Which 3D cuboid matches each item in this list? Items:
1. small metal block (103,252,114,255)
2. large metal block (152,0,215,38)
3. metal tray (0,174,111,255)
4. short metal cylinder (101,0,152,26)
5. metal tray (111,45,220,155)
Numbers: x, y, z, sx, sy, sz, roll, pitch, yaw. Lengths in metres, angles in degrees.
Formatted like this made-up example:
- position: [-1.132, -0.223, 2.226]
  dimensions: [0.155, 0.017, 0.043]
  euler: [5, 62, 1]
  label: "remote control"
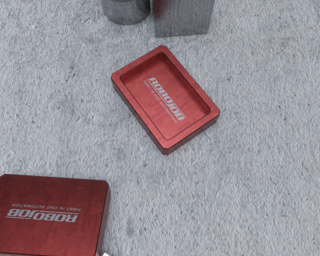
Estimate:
- position: [-0.054, 0.175, 0.344]
  dimensions: [0.050, 0.025, 0.050]
  euler: [32, 73, 11]
  label: "small metal block"
- position: [0.030, -0.177, 0.444]
  dimensions: [0.081, 0.080, 0.050]
  euler: [-5, 70, -2]
  label: "large metal block"
- position: [-0.129, 0.102, 0.353]
  dimensions: [0.131, 0.030, 0.090]
  euler: [4, 53, 1]
  label: "metal tray"
- position: [-0.052, -0.204, 0.469]
  dimensions: [0.081, 0.050, 0.080]
  euler: [0, 70, 0]
  label: "short metal cylinder"
- position: [0.006, -0.040, 0.420]
  dimensions: [0.090, 0.030, 0.130]
  euler: [-33, 74, -12]
  label: "metal tray"
